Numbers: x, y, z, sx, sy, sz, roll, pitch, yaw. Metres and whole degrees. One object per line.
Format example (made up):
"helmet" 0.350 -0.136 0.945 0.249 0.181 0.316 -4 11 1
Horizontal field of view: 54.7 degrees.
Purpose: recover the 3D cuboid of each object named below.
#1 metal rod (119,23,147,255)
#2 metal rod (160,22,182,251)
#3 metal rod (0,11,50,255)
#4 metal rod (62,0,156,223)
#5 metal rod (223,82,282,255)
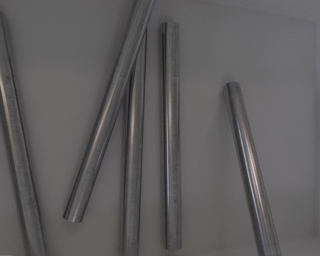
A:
"metal rod" -0.034 0.018 0.397 0.025 0.025 0.298 2 89 -20
"metal rod" 0.015 0.011 0.415 0.025 0.025 0.298 -1 90 -20
"metal rod" -0.162 0.021 0.350 0.025 0.025 0.298 -10 94 -20
"metal rod" -0.058 -0.033 0.373 0.025 0.025 0.299 18 90 -19
"metal rod" 0.117 0.073 0.384 0.025 0.025 0.299 5 62 -20
